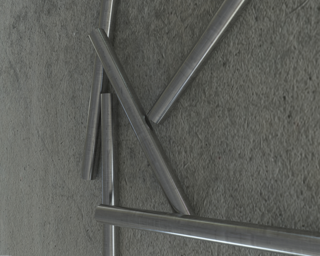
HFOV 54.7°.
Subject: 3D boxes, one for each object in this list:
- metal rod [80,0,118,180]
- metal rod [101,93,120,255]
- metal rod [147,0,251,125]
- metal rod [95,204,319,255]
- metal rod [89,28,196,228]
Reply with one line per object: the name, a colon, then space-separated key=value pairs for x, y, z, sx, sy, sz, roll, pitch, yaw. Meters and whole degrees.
metal rod: x=-0.094 y=-0.066 z=0.482 sx=0.025 sy=0.025 sz=0.298 roll=14 pitch=99 yaw=39
metal rod: x=-0.075 y=0.098 z=0.466 sx=0.025 sy=0.025 sz=0.298 roll=-1 pitch=89 yaw=40
metal rod: x=0.072 y=-0.122 z=0.345 sx=0.025 sy=0.025 sz=0.298 roll=50 pitch=119 yaw=28
metal rod: x=0.050 y=0.110 z=0.336 sx=0.300 sy=0.025 sz=0.025 roll=-2 pitch=89 yaw=31
metal rod: x=-0.027 y=-0.007 z=0.412 sx=0.025 sy=0.025 sz=0.299 roll=-37 pitch=72 yaw=34
